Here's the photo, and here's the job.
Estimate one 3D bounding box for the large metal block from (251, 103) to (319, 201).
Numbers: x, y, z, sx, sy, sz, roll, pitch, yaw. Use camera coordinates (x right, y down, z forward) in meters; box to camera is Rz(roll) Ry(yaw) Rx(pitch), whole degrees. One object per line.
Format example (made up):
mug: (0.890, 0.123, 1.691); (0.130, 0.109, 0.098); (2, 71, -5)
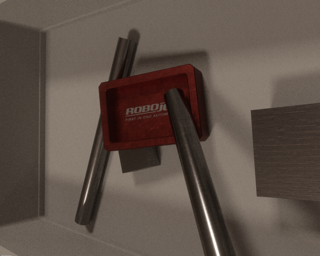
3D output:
large metal block: (0.134, 0.020, 0.280); (0.080, 0.050, 0.080); (-5, 87, 39)

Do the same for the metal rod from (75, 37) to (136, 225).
metal rod: (-0.087, 0.013, 0.475); (0.025, 0.025, 0.298); (26, 106, 36)

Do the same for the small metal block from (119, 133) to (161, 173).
small metal block: (-0.031, 0.033, 0.430); (0.050, 0.025, 0.050); (-19, 78, 38)

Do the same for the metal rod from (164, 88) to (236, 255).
metal rod: (0.043, 0.078, 0.276); (0.025, 0.025, 0.299); (-41, 44, 32)

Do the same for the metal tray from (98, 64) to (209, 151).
metal tray: (-0.011, -0.022, 0.387); (0.130, 0.030, 0.089); (-8, 85, 23)
